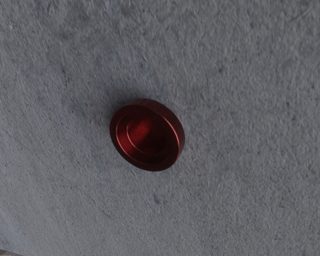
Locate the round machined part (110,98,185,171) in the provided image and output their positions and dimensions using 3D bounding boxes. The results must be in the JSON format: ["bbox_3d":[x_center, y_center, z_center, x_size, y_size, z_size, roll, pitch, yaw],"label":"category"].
[{"bbox_3d":[-0.013,0.005,0.404,0.098,0.042,0.097,13,124,20],"label":"round machined part"}]
